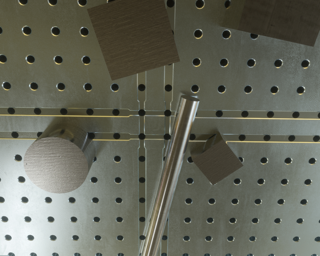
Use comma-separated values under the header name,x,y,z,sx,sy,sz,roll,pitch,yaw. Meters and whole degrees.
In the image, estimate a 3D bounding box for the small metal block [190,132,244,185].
name,x,y,z,sx,sy,sz,roll,pitch,yaw
small metal block,0.078,0.043,0.430,0.050,0.025,0.050,-36,107,12

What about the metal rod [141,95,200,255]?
name,x,y,z,sx,sy,sz,roll,pitch,yaw
metal rod,0.007,0.098,0.449,0.025,0.025,0.298,12,110,-5

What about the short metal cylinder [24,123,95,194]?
name,x,y,z,sx,sy,sz,roll,pitch,yaw
short metal cylinder,-0.131,0.039,0.413,0.081,0.050,0.079,0,110,-1

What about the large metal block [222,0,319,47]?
name,x,y,z,sx,sy,sz,roll,pitch,yaw
large metal block,0.121,-0.126,0.339,0.081,0.080,0.050,11,110,-5

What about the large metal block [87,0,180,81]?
name,x,y,z,sx,sy,sz,roll,pitch,yaw
large metal block,-0.027,-0.109,0.360,0.080,0.050,0.080,-15,110,5
